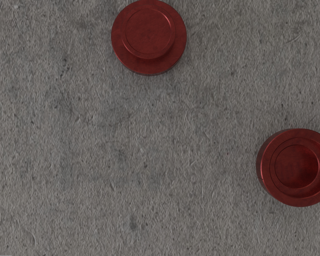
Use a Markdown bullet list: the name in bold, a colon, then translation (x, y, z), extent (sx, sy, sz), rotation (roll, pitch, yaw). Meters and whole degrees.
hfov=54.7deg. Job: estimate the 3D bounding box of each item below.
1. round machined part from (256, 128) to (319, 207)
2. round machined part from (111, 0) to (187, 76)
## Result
- **round machined part**: translation (0.173, 0.049, 0.403), extent (0.099, 0.042, 0.097), rotation (0, 90, 0)
- **round machined part**: translation (-0.015, -0.119, 0.401), extent (0.099, 0.042, 0.097), rotation (0, 90, 0)
